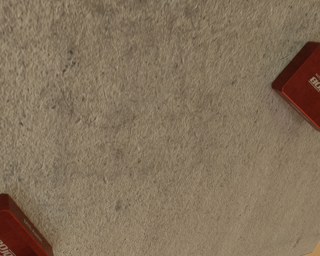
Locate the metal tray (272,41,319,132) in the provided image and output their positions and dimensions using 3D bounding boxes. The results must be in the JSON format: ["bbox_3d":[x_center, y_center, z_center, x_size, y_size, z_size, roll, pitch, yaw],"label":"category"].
[{"bbox_3d":[0.248,-0.059,0.480,0.130,0.030,0.090,36,98,-22],"label":"metal tray"}]

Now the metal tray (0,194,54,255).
[{"bbox_3d":[-0.202,0.151,0.386,0.091,0.030,0.129,-26,128,-12],"label":"metal tray"}]

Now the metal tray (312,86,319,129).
[{"bbox_3d":[0.340,-0.053,0.556,0.131,0.030,0.089,-20,126,-17],"label":"metal tray"}]
